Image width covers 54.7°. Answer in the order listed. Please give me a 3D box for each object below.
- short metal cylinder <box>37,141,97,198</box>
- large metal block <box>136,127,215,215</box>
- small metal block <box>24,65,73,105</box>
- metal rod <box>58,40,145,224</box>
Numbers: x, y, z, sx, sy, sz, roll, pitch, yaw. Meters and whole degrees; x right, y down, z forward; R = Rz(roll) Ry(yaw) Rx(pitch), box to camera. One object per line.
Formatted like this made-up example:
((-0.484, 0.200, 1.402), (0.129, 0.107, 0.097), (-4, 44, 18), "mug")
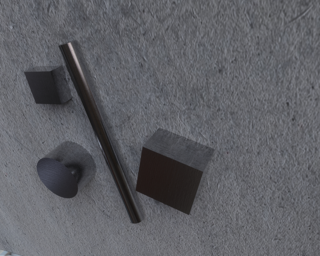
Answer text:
((-0.153, 0.069, 0.512), (0.080, 0.050, 0.079), (13, 124, 20), "short metal cylinder")
((0.019, 0.057, 0.415), (0.080, 0.050, 0.079), (22, 126, 15), "large metal block")
((-0.162, -0.063, 0.451), (0.050, 0.025, 0.050), (4, 120, 26), "small metal block")
((-0.079, 0.020, 0.458), (0.025, 0.025, 0.298), (-3, 117, 29), "metal rod")
